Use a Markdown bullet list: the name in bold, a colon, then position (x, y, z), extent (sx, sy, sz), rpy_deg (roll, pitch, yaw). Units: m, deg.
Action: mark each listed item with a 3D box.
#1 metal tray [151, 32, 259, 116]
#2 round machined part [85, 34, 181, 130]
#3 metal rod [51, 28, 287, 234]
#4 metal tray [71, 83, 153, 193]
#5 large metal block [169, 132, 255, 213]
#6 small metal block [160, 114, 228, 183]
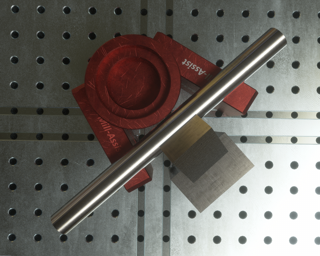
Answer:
- **metal tray**: position (0.046, -0.061, 0.380), extent (0.130, 0.090, 0.030), rpy_deg (31, 91, -1)
- **round machined part**: position (-0.028, -0.047, 0.336), extent (0.099, 0.042, 0.097), rpy_deg (0, 90, -1)
- **metal rod**: position (0.010, 0.003, 0.323), extent (0.300, 0.025, 0.025), rpy_deg (-41, 91, -1)
- **metal tray**: position (-0.053, 0.008, 0.380), extent (0.030, 0.090, 0.130), rpy_deg (-29, 90, 0)
- **large metal block**: position (0.058, 0.049, 0.383), extent (0.080, 0.080, 0.050), rpy_deg (-41, 91, 0)
- **small metal block**: position (0.036, 0.023, 0.320), extent (0.050, 0.050, 0.025), rpy_deg (-43, 46, 0)
